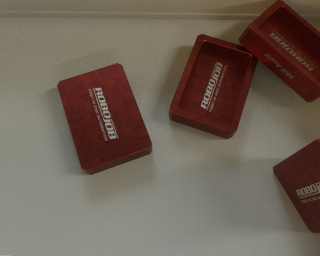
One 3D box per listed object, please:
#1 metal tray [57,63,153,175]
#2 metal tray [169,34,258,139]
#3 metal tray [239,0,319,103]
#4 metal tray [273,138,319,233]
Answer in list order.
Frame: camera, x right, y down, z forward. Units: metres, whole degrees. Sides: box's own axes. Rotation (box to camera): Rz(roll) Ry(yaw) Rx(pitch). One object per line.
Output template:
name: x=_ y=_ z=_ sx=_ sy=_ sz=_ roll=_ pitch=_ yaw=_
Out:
metal tray: x=-0.073 y=-0.014 z=0.412 sx=0.091 sy=0.030 sz=0.130 roll=-19 pitch=71 yaw=-7
metal tray: x=0.075 y=-0.059 z=0.428 sx=0.090 sy=0.030 sz=0.130 roll=19 pitch=71 yaw=6
metal tray: x=0.185 y=-0.108 z=0.427 sx=0.130 sy=0.030 sz=0.090 roll=44 pitch=61 yaw=6
metal tray: x=0.178 y=0.063 z=0.332 sx=0.030 sy=0.130 sz=0.090 roll=-24 pitch=72 yaw=-8
